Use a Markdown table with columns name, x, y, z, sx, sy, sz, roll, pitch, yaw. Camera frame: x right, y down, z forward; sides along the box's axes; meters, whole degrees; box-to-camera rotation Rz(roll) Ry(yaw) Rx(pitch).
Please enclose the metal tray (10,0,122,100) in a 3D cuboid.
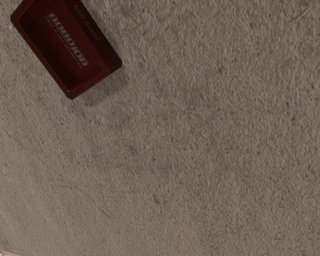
| name | x | y | z | sx | sy | sz | roll | pitch | yaw |
| --- | --- | --- | --- | --- | --- | --- | --- | --- | --- |
| metal tray | -0.120 | -0.111 | 0.396 | 0.090 | 0.030 | 0.130 | -25 | 105 | 36 |
